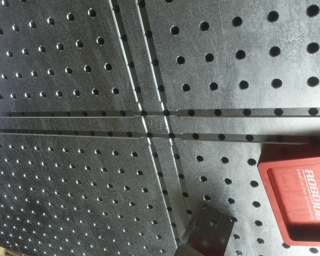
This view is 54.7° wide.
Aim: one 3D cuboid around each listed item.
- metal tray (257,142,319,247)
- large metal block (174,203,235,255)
[{"bbox_3d":[0.178,0.081,0.364,0.090,0.030,0.129,-12,113,33],"label":"metal tray"},{"bbox_3d":[0.060,0.171,0.450,0.050,0.080,0.079,30,128,9],"label":"large metal block"}]
